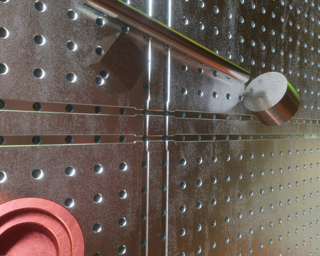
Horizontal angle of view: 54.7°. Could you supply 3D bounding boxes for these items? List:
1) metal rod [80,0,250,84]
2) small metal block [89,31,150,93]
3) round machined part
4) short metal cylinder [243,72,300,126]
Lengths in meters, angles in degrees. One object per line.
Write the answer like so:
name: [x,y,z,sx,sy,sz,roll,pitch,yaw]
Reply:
metal rod: [0.031,-0.118,0.437,0.302,0.025,0.025,15,81,-39]
small metal block: [-0.047,-0.078,0.371,0.050,0.025,0.050,44,64,-32]
round machined part: [-0.121,0.116,0.278,0.099,0.042,0.098,13,51,-16]
short metal cylinder: [0.193,-0.050,0.538,0.050,0.080,0.080,36,68,-35]
